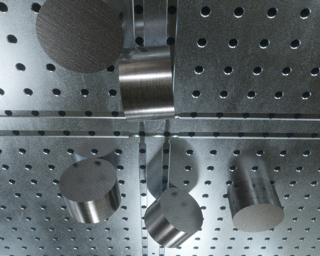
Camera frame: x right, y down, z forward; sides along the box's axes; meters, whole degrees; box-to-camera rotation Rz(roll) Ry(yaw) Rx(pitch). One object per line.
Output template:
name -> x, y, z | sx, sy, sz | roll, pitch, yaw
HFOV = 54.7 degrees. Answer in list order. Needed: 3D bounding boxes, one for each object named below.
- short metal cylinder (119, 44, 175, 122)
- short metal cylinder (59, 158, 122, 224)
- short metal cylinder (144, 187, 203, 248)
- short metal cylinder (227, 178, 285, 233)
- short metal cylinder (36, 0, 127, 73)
short metal cylinder -> -0.012, -0.048, 0.335 | 0.050, 0.080, 0.080 | -4, 130, 3
short metal cylinder -> -0.100, 0.090, 0.451 | 0.081, 0.080, 0.050 | -2, 130, 1
short metal cylinder -> 0.022, 0.144, 0.498 | 0.080, 0.080, 0.050 | 24, 126, -20
short metal cylinder -> 0.154, 0.127, 0.506 | 0.081, 0.050, 0.079 | -1, 130, 0
short metal cylinder -> -0.074, -0.102, 0.307 | 0.081, 0.050, 0.079 | -1, 130, 0
